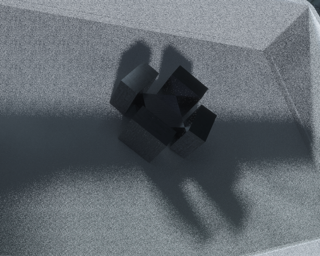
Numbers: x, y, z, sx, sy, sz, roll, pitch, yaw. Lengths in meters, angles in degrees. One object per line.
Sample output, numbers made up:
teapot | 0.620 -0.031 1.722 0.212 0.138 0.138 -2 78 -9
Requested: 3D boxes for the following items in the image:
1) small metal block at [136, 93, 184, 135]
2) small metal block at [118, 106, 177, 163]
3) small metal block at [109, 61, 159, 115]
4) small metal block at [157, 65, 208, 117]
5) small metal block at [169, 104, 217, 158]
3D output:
small metal block | 0.000 -0.017 0.413 0.050 0.025 0.050 1 61 -28
small metal block | -0.016 0.009 0.373 0.050 0.050 0.025 39 52 -2
small metal block | -0.034 -0.051 0.400 0.025 0.050 0.050 41 52 0
small metal block | 0.030 -0.051 0.433 0.050 0.050 0.025 39 50 -3
small metal block | 0.044 0.005 0.407 0.025 0.050 0.050 36 50 -6
